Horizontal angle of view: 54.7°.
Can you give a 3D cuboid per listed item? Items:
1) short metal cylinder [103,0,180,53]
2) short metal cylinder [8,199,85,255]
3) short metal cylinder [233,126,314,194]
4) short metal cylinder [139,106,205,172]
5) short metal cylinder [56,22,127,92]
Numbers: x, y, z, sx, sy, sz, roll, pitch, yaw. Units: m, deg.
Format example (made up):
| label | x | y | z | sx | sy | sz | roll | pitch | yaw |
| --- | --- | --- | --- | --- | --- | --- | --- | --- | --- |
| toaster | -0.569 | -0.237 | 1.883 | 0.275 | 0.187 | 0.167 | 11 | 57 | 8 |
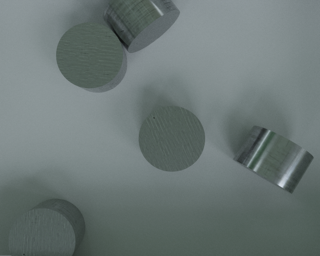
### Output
| label | x | y | z | sx | sy | sz | roll | pitch | yaw |
| --- | --- | --- | --- | --- | --- | --- | --- | --- | --- |
| short metal cylinder | -0.023 | -0.138 | 0.384 | 0.080 | 0.080 | 0.050 | -37 | 90 | 0 |
| short metal cylinder | -0.142 | 0.136 | 0.397 | 0.081 | 0.050 | 0.079 | 0 | 90 | -1 |
| short metal cylinder | 0.139 | 0.039 | 0.386 | 0.080 | 0.080 | 0.050 | 31 | 90 | -1 |
| short metal cylinder | 0.014 | 0.013 | 0.399 | 0.081 | 0.050 | 0.079 | 0 | 90 | -1 |
| short metal cylinder | -0.085 | -0.088 | 0.398 | 0.081 | 0.050 | 0.079 | 0 | 90 | -1 |
